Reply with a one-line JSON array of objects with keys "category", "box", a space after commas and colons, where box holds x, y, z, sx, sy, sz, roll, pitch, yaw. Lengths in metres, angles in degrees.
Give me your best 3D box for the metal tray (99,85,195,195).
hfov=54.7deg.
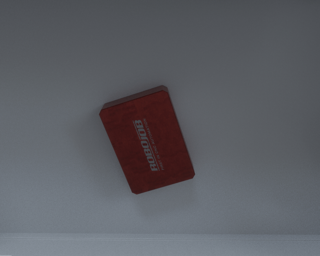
[{"category": "metal tray", "box": [-0.014, 0.018, 0.415, 0.090, 0.030, 0.129, -17, 110, 6]}]
